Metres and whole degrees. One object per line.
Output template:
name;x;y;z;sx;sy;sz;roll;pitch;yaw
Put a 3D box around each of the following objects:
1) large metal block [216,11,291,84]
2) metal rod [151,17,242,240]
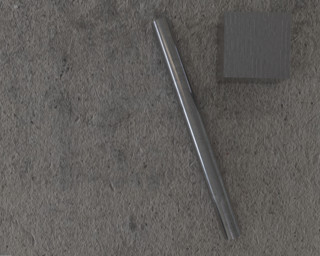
large metal block;0.118;-0.100;0.399;0.081;0.050;0.080;1;90;0
metal rod;0.048;0.001;0.410;0.025;0.025;0.299;-19;90;0
